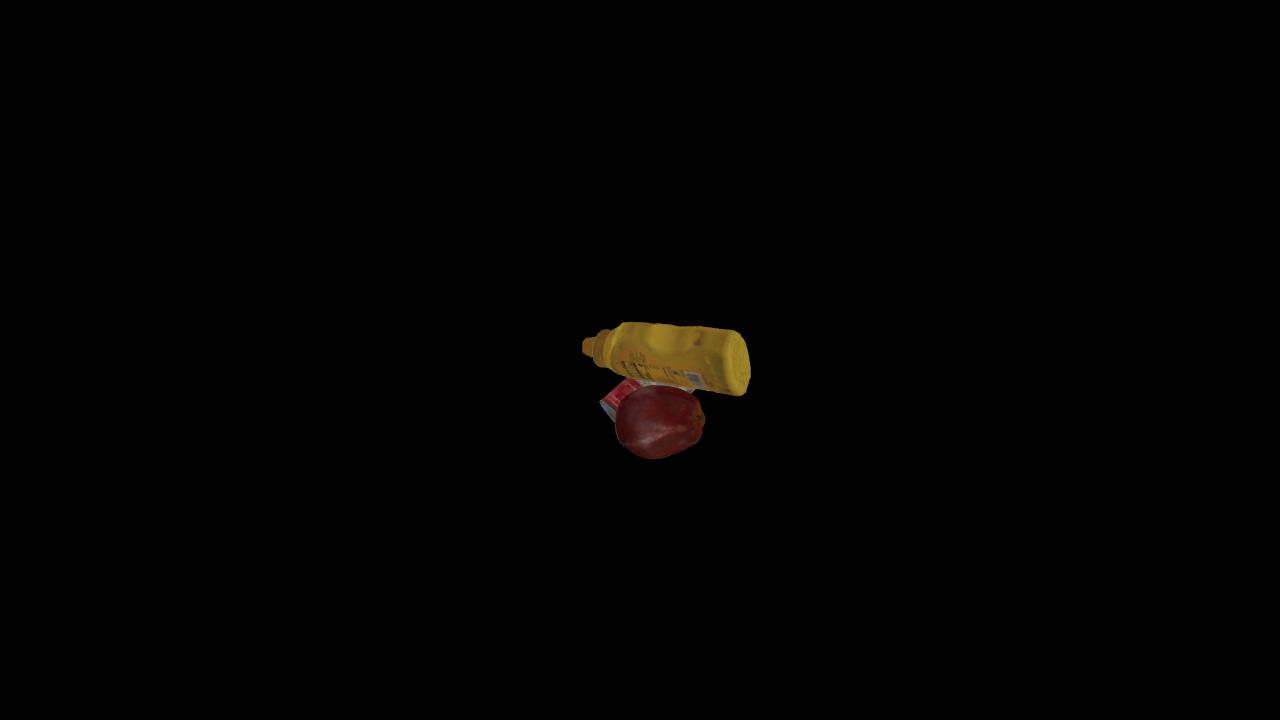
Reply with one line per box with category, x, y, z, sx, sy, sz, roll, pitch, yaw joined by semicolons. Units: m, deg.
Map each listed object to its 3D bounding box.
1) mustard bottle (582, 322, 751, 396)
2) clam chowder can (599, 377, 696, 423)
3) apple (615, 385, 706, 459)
mustard bottle;0.018;-0.005;0.649;0.184;0.054;0.092;7;-21;27
clam chowder can;0.012;0.039;0.723;0.102;0.068;0.068;-42;11;-12
apple;0.019;0.063;0.639;0.093;0.079;0.079;-11;-4;25
